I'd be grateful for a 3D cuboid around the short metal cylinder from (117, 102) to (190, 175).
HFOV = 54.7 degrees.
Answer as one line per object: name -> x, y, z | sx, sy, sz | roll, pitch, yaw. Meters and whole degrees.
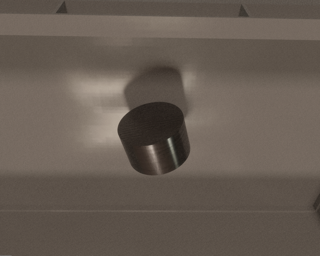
short metal cylinder -> -0.006, 0.012, 0.383 | 0.080, 0.080, 0.050 | -10, 130, 7
